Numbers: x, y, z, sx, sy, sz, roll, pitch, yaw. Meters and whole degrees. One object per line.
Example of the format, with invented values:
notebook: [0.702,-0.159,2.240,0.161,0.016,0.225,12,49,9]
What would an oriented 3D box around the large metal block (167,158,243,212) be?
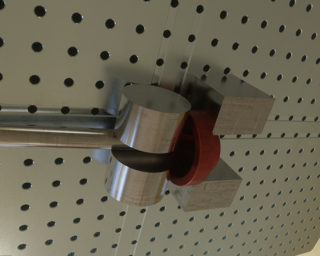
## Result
large metal block: [0.057,0.073,0.452,0.081,0.080,0.050,3,117,-30]

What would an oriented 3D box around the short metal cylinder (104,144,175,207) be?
short metal cylinder: [-0.027,0.053,0.393,0.081,0.080,0.050,1,118,-29]

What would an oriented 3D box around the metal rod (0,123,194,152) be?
metal rod: [-0.097,0.011,0.350,0.302,0.025,0.025,4,117,-26]

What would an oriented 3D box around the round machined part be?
round machined part: [0.041,0.025,0.401,0.042,0.098,0.097,1,118,-29]

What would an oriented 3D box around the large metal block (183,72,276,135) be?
large metal block: [0.085,-0.033,0.402,0.081,0.080,0.050,0,119,-28]

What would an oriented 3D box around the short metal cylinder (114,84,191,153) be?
short metal cylinder: [-0.009,-0.013,0.362,0.081,0.080,0.050,1,119,-29]
